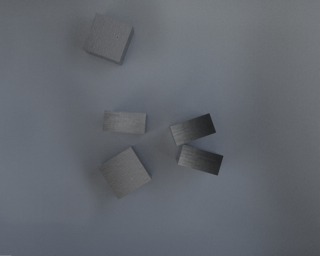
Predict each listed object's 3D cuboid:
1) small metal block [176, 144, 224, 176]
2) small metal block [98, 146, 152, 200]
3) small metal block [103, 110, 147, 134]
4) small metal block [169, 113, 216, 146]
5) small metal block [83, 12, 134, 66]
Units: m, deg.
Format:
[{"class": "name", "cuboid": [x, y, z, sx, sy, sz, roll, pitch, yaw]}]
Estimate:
[{"class": "small metal block", "cuboid": [0.049, 0.039, 0.399, 0.050, 0.050, 0.025, 16, 90, 0]}, {"class": "small metal block", "cuboid": [-0.046, 0.058, 0.411, 0.050, 0.025, 0.050, -32, 90, 0]}, {"class": "small metal block", "cuboid": [-0.043, -0.007, 0.398, 0.050, 0.050, 0.025, 4, 90, 0]}, {"class": "small metal block", "cuboid": [0.040, 0.002, 0.399, 0.050, 0.050, 0.025, -19, 90, 0]}, {"class": "small metal block", "cuboid": [-0.067, -0.117, 0.411, 0.050, 0.025, 0.050, 20, 90, 0]}]
